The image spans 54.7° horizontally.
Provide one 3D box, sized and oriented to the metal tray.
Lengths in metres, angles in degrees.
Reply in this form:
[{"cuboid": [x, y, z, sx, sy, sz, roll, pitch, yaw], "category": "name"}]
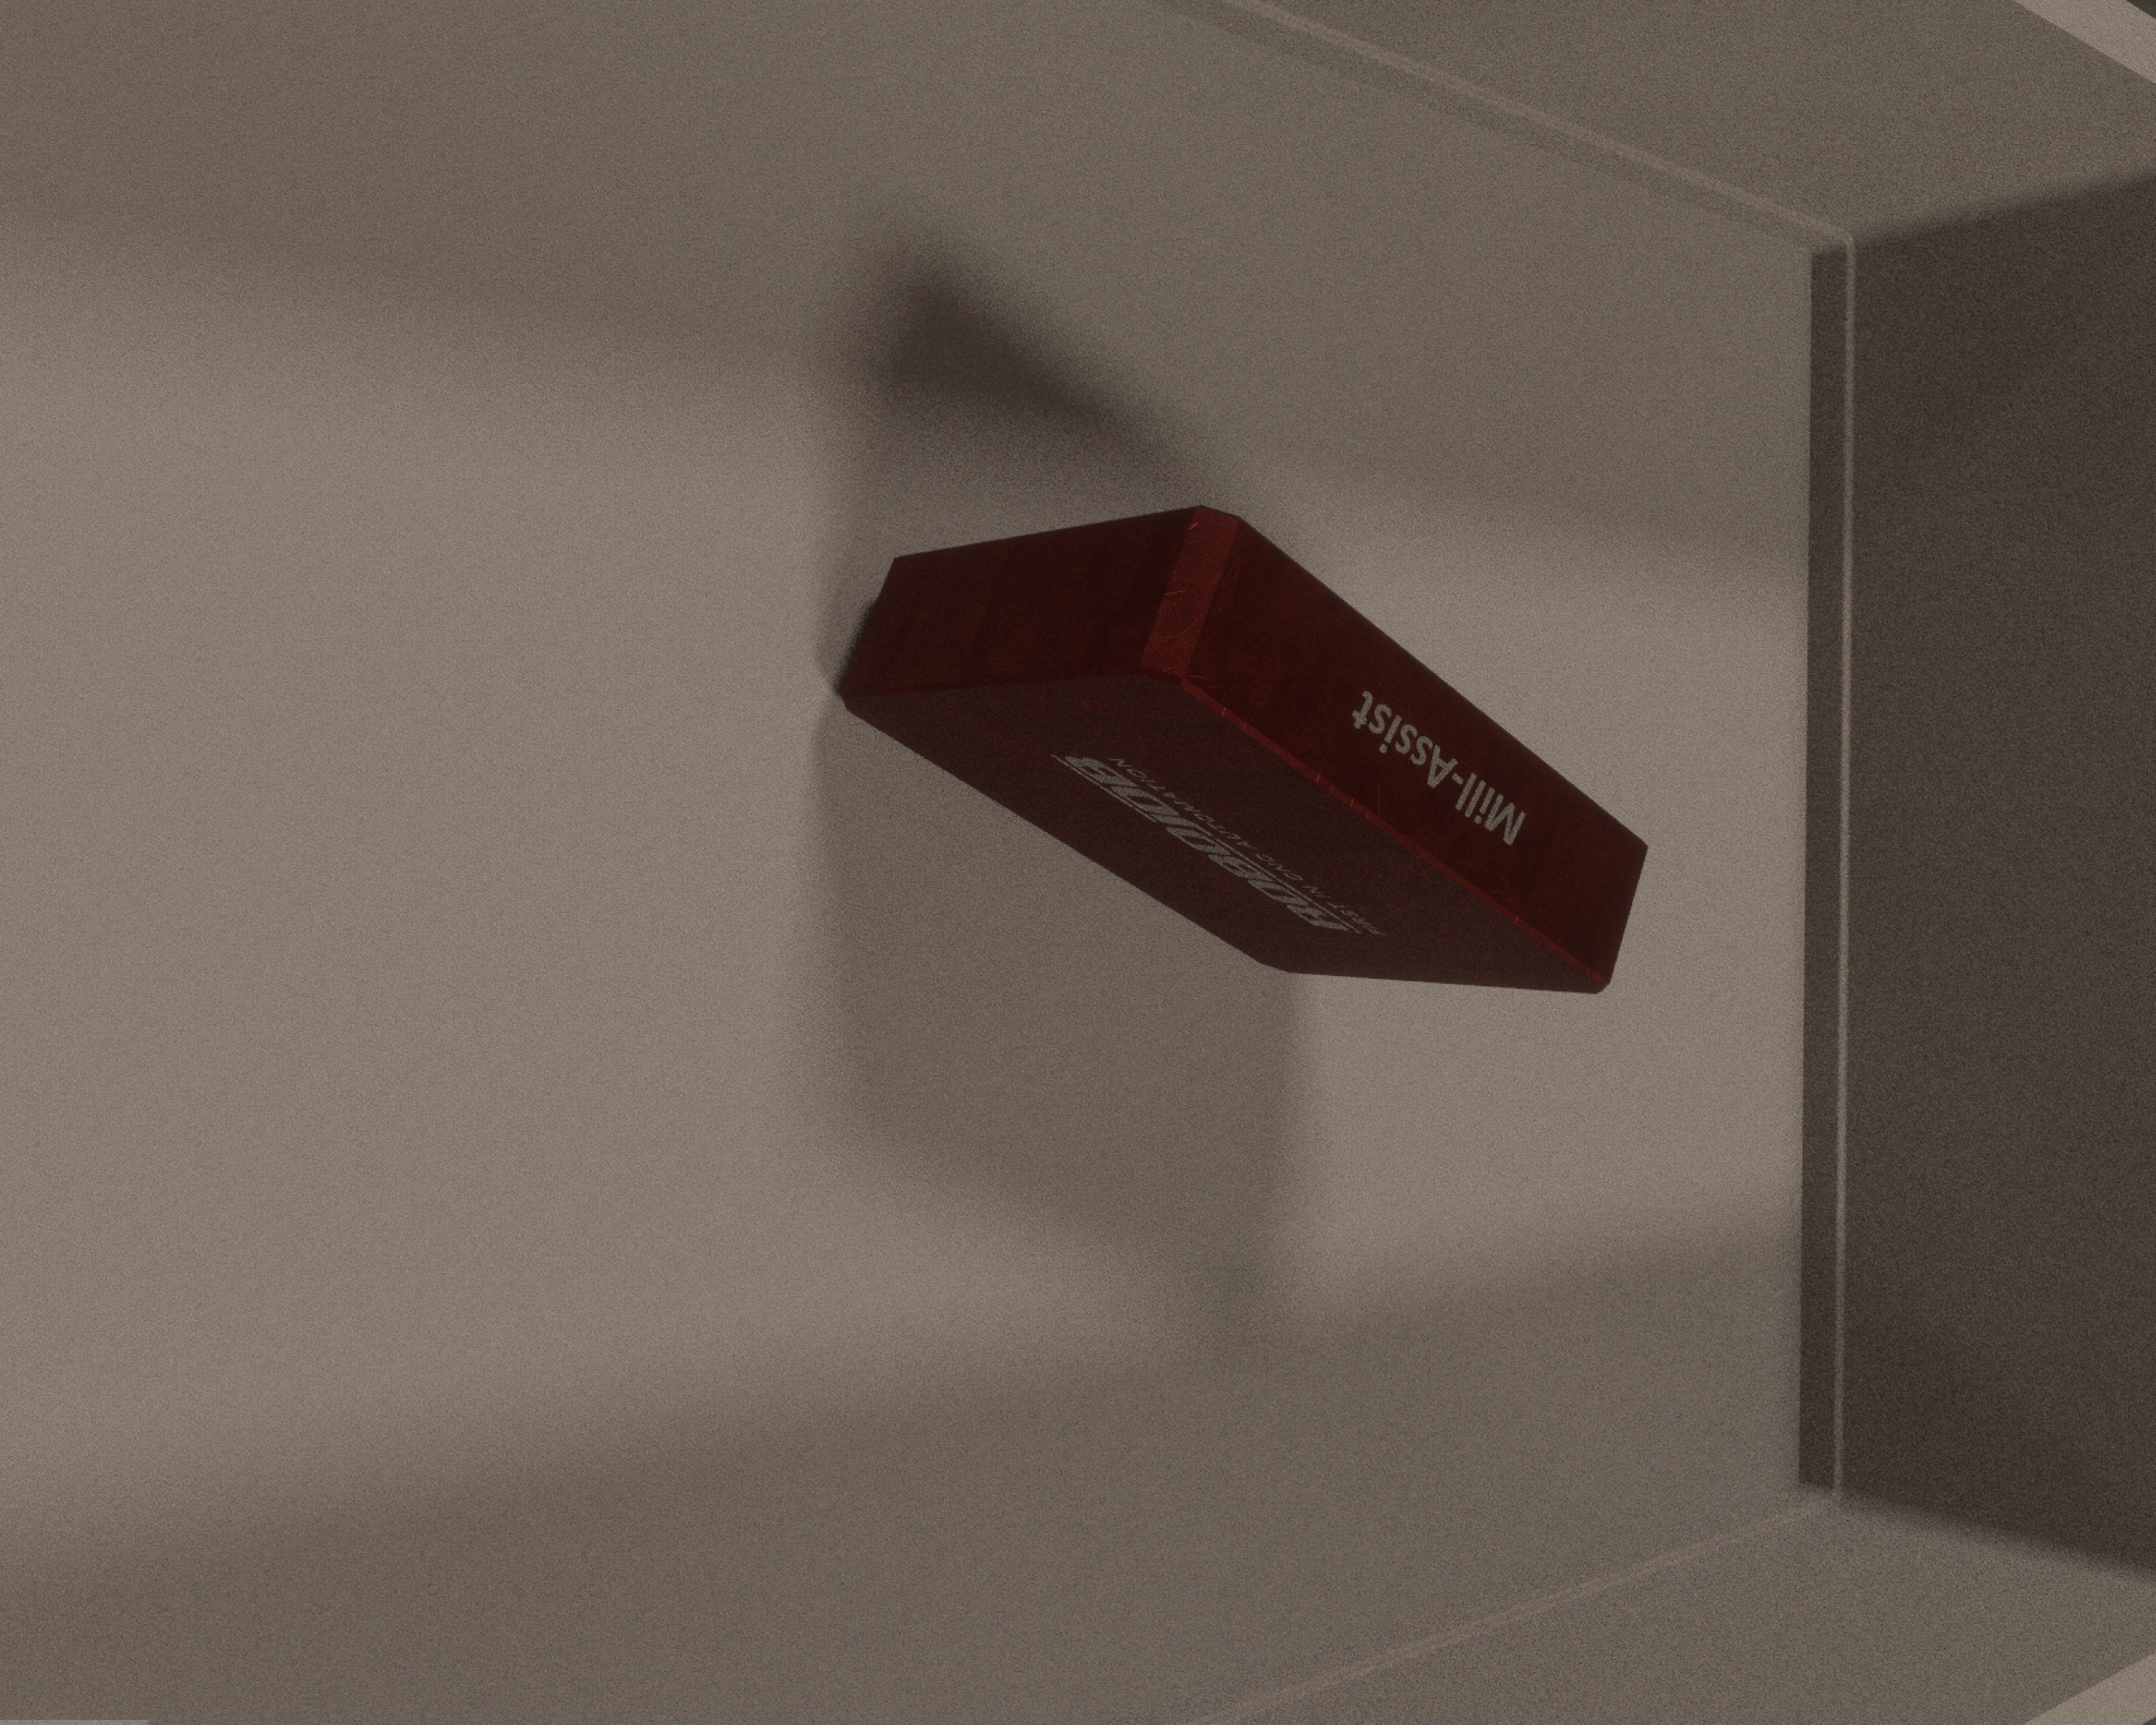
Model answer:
[{"cuboid": [0.033, -0.016, 0.389, 0.130, 0.090, 0.030, 31, 71, -37], "category": "metal tray"}]
